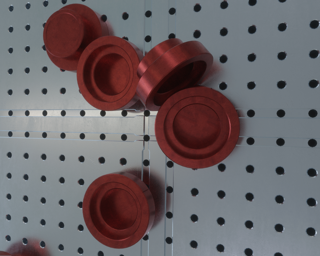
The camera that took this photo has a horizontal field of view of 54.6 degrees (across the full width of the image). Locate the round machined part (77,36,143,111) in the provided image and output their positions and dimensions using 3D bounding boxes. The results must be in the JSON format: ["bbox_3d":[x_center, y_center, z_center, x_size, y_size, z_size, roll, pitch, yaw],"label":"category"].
[{"bbox_3d":[-0.061,-0.072,0.423,0.098,0.042,0.097,2,94,22],"label":"round machined part"}]

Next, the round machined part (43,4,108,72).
[{"bbox_3d":[-0.128,-0.132,0.449,0.098,0.042,0.097,0,90,20],"label":"round machined part"}]

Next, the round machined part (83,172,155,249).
[{"bbox_3d":[-0.052,0.108,0.422,0.098,0.042,0.097,0,90,20],"label":"round machined part"}]

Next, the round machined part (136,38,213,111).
[{"bbox_3d":[0.012,-0.067,0.370,0.098,0.098,0.042,-41,73,15],"label":"round machined part"}]

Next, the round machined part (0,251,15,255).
[{"bbox_3d":[-0.250,0.244,0.493,0.098,0.042,0.097,0,90,20],"label":"round machined part"}]

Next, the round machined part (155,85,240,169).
[{"bbox_3d":[0.045,-0.003,0.378,0.098,0.042,0.097,1,102,6],"label":"round machined part"}]
